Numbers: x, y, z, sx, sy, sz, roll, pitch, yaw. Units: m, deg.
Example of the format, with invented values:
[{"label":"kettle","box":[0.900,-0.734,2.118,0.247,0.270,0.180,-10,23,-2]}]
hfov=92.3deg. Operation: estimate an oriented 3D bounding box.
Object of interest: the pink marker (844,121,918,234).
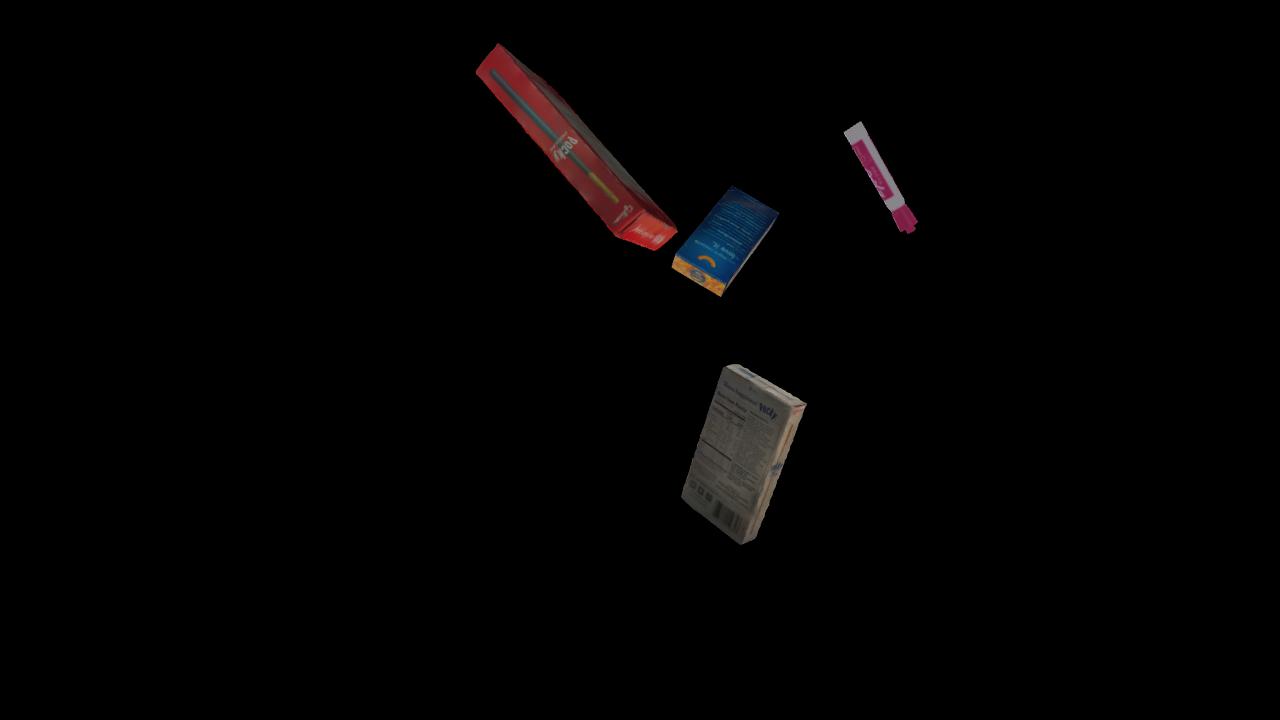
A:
[{"label":"pink marker","box":[0.242,-0.180,0.613,0.020,0.121,0.020,-32,7,4]}]

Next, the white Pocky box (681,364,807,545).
[{"label":"white Pocky box","box":[0.094,0.090,0.586,0.028,0.154,0.084,-8,31,-44]}]

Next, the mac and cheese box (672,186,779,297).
[{"label":"mac and cheese box","box":[0.136,-0.190,0.968,0.093,0.184,0.041,34,-29,9]}]

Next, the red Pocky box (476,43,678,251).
[{"label":"red Pocky box","box":[-0.041,-0.142,0.425,0.028,0.155,0.083,-42,-10,15]}]
